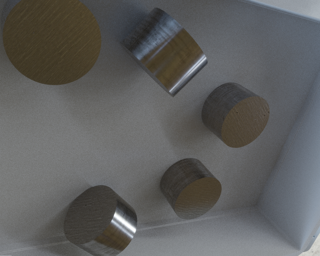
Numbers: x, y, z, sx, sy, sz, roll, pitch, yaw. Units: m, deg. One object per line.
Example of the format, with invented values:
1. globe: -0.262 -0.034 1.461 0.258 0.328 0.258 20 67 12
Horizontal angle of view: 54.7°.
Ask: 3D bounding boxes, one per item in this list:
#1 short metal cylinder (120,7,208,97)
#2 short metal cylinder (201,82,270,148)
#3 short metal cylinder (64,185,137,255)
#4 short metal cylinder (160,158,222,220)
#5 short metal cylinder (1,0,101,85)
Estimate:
1. short metal cylinder: 0.004 -0.078 0.328 0.050 0.080 0.080 -45 130 3
2. short metal cylinder: 0.107 -0.019 0.442 0.081 0.050 0.079 -14 125 -21
3. short metal cylinder: -0.078 0.123 0.408 0.080 0.080 0.050 -38 130 -3
4. short metal cylinder: 0.047 0.093 0.478 0.081 0.050 0.079 -14 125 -21
5. short metal cylinder: -0.100 -0.086 0.285 0.081 0.050 0.079 -14 124 -21
